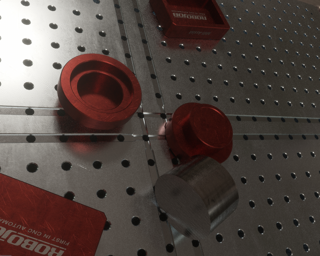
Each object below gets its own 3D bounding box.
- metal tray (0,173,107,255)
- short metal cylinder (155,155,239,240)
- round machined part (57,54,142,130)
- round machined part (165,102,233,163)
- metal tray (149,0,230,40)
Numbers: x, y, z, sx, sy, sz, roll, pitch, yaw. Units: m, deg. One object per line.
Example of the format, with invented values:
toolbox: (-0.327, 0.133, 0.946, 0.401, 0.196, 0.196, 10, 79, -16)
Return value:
metal tray: (-0.124, 0.100, 0.277, 0.131, 0.030, 0.090, 25, 53, -13)
short metal cylinder: (0.040, 0.077, 0.349, 0.050, 0.080, 0.080, -27, 77, -37)
round machined part: (-0.076, -0.040, 0.382, 0.099, 0.042, 0.098, 14, 56, -21)
round machined part: (0.061, 0.005, 0.428, 0.099, 0.042, 0.098, 14, 56, -21)
metal tray: (0.056, -0.207, 0.563, 0.131, 0.030, 0.090, -8, 66, -32)
